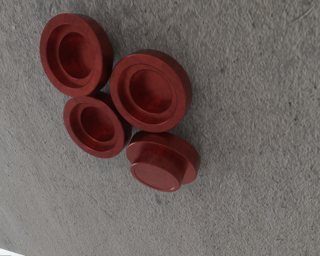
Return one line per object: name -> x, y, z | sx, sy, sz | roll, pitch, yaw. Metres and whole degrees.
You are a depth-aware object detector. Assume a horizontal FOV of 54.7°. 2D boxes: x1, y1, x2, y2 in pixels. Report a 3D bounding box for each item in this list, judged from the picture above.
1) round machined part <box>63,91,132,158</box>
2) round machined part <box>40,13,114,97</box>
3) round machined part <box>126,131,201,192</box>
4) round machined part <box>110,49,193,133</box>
round machined part -> -0.082, -0.009, 0.433 | 0.098, 0.042, 0.097 | 13, 124, 20
round machined part -> -0.097, -0.090, 0.384 | 0.098, 0.042, 0.097 | 10, 111, 26
round machined part -> 0.000, 0.049, 0.406 | 0.098, 0.042, 0.098 | 16, 145, 12
round machined part -> -0.007, -0.047, 0.371 | 0.098, 0.042, 0.097 | 13, 124, 21
